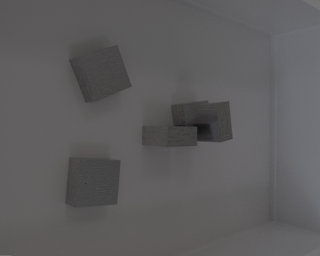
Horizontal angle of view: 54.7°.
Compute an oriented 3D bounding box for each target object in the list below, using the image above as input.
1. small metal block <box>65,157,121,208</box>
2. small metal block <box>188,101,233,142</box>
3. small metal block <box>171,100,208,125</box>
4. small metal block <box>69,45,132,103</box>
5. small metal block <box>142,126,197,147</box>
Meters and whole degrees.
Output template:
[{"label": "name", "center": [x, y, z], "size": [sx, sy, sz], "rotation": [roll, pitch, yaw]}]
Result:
[{"label": "small metal block", "center": [-0.074, 0.059, 0.345], "size": [0.050, 0.025, 0.050], "rotation": [7, 86, -40]}, {"label": "small metal block", "center": [0.067, -0.008, 0.413], "size": [0.025, 0.050, 0.050], "rotation": [-12, 98, -39]}, {"label": "small metal block", "center": [0.046, -0.012, 0.445], "size": [0.050, 0.025, 0.050], "rotation": [-12, 98, -39]}, {"label": "small metal block", "center": [-0.066, -0.061, 0.351], "size": [0.050, 0.025, 0.050], "rotation": [-30, 109, -36]}, {"label": "small metal block", "center": [0.012, 0.010, 0.400], "size": [0.050, 0.050, 0.025], "rotation": [1, 90, -40]}]
